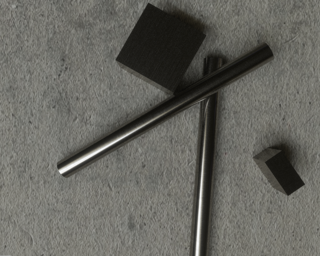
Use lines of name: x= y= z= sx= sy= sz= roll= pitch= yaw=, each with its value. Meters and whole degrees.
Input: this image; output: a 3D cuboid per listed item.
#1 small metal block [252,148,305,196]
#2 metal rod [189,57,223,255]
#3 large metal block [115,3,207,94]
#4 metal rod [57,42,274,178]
small metal block: x=0.151 y=0.055 z=0.400 sx=0.025 sy=0.050 sz=0.050 roll=-35 pitch=90 yaw=0
metal rod: x=0.060 y=0.058 z=0.410 sx=0.025 sy=0.025 sz=0.298 roll=4 pitch=90 yaw=-1
large metal block: x=0.001 y=-0.097 z=0.397 sx=0.080 sy=0.050 sz=0.080 roll=29 pitch=90 yaw=-1
metal rod: x=0.002 y=-0.019 z=0.392 sx=0.301 sy=0.025 sz=0.025 roll=-30 pitch=90 yaw=6
